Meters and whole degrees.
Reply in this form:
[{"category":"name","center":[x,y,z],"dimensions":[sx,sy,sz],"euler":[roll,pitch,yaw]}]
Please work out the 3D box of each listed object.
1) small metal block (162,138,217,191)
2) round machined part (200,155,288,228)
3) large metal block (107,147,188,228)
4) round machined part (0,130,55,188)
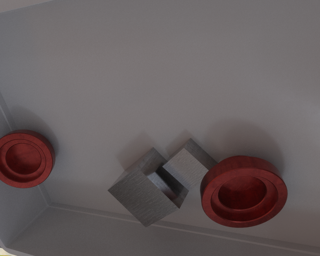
[{"category":"small metal block","center":[0.040,0.050,0.417],"dimensions":[0.050,0.025,0.050],"euler":[43,129,-2]},{"category":"round machined part","center":[0.098,0.072,0.376],"dimensions":[0.099,0.042,0.097],"euler":[0,123,1]},{"category":"large metal block","center":[-0.015,0.088,0.454],"dimensions":[0.080,0.050,0.080],"euler":[45,129,-4]},{"category":"round machined part","center":[-0.228,0.049,0.526],"dimensions":[0.099,0.042,0.097],"euler":[-2,105,-6]}]
